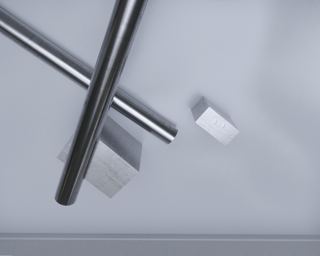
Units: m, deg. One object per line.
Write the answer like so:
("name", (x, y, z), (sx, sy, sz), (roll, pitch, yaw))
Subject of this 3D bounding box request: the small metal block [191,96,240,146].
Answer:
("small metal block", (0.069, -0.010, 0.395), (0.050, 0.050, 0.025), (37, 106, -13))

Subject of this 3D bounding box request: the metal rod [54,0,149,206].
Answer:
("metal rod", (-0.053, -0.038, 0.289), (0.025, 0.025, 0.298), (21, 118, -8))

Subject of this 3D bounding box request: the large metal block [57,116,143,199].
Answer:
("large metal block", (-0.071, 0.028, 0.391), (0.080, 0.080, 0.050), (42, 105, -14))

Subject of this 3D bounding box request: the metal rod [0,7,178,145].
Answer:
("metal rod", (-0.105, -0.071, 0.383), (0.301, 0.025, 0.025), (34, 106, -12))
